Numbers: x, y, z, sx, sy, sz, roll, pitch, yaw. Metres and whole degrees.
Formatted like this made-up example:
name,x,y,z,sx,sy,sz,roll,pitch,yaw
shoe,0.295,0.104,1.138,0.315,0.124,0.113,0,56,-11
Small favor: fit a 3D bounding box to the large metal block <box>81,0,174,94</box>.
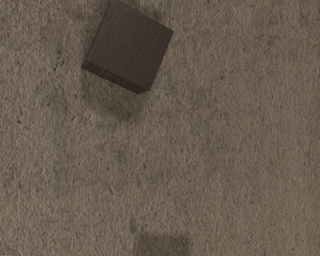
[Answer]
name,x,y,z,sx,sy,sz,roll,pitch,yaw
large metal block,-0.041,-0.096,0.381,0.080,0.050,0.080,24,82,-19
